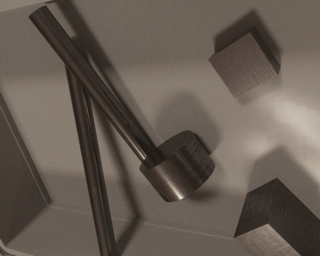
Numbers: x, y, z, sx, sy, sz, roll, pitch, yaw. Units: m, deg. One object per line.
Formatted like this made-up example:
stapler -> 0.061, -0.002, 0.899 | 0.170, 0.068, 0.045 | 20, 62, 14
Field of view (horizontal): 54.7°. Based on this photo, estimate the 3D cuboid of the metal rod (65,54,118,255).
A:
metal rod -> -0.096, 0.047, 0.436 | 0.025, 0.025, 0.298 | -2, 102, 29

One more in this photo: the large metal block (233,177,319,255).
large metal block -> 0.144, 0.122, 0.372 | 0.080, 0.080, 0.050 | 45, 129, -3

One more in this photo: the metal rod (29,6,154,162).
metal rod -> -0.061, -0.021, 0.410 | 0.025, 0.025, 0.299 | -23, 111, 36

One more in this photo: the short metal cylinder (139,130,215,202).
short metal cylinder -> 0.021, 0.047, 0.390 | 0.080, 0.080, 0.050 | -29, 103, 37

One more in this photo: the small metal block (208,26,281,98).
small metal block -> 0.087, -0.067, 0.321 | 0.050, 0.025, 0.050 | -29, 103, 37
